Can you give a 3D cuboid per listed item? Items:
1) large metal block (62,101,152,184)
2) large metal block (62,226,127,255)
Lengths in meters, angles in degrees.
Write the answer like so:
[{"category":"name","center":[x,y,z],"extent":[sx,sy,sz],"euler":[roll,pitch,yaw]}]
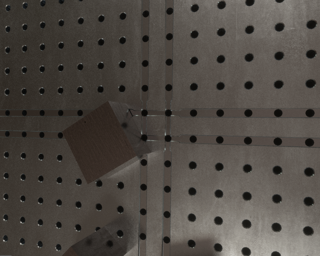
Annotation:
[{"category":"large metal block","center":[-0.072,0.019,0.424],"extent":[0.080,0.050,0.080],"euler":[-31,80,17]},{"category":"large metal block","center":[-0.105,0.190,0.419],"extent":[0.050,0.080,0.080],"euler":[46,104,14]}]
